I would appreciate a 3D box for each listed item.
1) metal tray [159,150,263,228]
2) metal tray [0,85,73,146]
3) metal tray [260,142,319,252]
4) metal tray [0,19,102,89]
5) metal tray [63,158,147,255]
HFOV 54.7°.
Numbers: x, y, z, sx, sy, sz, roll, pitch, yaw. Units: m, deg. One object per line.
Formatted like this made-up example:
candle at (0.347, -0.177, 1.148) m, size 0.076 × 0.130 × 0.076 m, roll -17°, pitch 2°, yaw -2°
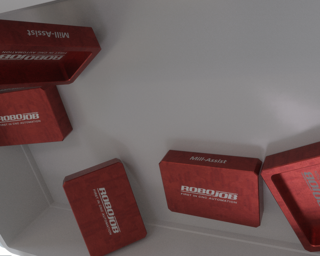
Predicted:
metal tray at (0.069, 0.080, 0.418) m, size 0.130 × 0.030 × 0.089 m, roll 4°, pitch 120°, yaw 26°
metal tray at (-0.215, -0.020, 0.489) m, size 0.130 × 0.030 × 0.089 m, roll -5°, pitch 117°, yaw 17°
metal tray at (0.187, 0.081, 0.356) m, size 0.090 × 0.030 × 0.130 m, roll -23°, pitch 106°, yaw 36°
metal tray at (-0.146, -0.082, 0.362) m, size 0.090 × 0.131 × 0.030 m, roll -33°, pitch 76°, yaw 42°
metal tray at (-0.083, 0.122, 0.475) m, size 0.030 × 0.091 × 0.129 m, roll -157°, pitch 49°, yaw -73°
